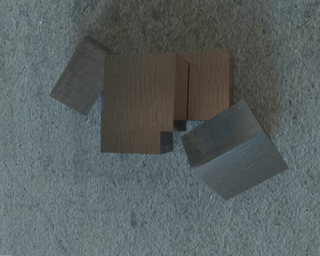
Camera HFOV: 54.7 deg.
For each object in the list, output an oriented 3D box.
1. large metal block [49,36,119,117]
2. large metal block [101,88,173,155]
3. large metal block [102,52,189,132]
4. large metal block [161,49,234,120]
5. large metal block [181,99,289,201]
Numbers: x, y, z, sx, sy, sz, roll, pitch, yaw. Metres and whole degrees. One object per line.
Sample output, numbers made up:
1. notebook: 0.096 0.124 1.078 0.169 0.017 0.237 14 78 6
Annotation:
1. large metal block: -0.095 -0.071 0.406 0.050 0.080 0.080 31 102 -17
2. large metal block: -0.029 -0.009 0.404 0.080 0.050 0.079 0 90 19
3. large metal block: -0.015 -0.038 0.346 0.080 0.050 0.079 2 91 19
4. large metal block: 0.047 -0.049 0.380 0.080 0.050 0.079 0 90 19
5. large metal block: 0.083 0.027 0.344 0.080 0.080 0.050 -33 42 17
